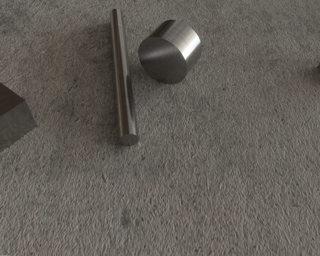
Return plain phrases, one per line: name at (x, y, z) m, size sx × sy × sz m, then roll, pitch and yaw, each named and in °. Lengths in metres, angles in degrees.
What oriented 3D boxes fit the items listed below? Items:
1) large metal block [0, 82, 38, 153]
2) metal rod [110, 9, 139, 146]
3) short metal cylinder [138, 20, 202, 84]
large metal block at (-0.222, -0.013, 0.395) m, size 0.080 × 0.050 × 0.080 m, roll 31°, pitch 56°, yaw 23°
metal rod at (-0.060, -0.098, 0.484) m, size 0.025 × 0.025 × 0.300 m, roll -6°, pitch 50°, yaw -6°
short metal cylinder at (0.015, -0.112, 0.462) m, size 0.080 × 0.080 × 0.050 m, roll 23°, pitch 54°, yaw 18°
